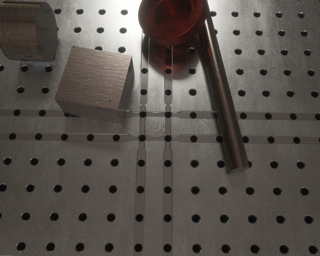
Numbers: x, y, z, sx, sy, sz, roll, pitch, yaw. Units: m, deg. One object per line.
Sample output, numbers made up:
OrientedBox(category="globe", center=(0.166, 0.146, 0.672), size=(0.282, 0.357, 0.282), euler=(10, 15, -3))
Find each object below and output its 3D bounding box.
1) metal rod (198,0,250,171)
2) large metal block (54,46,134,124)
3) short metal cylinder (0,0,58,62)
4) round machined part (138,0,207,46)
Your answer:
OrientedBox(category="metal rod", center=(0.079, -0.086, 0.444), size=(0.025, 0.025, 0.299), euler=(-8, 70, -3))
OrientedBox(category="large metal block", center=(-0.084, -0.057, 0.418), size=(0.080, 0.050, 0.080), euler=(10, 70, 3))
OrientedBox(category="short metal cylinder", center=(-0.181, -0.133, 0.429), size=(0.050, 0.080, 0.080), euler=(3, 70, 1))
OrientedBox(category="round machined part", center=(0.021, -0.164, 0.452), size=(0.098, 0.042, 0.098), euler=(-5, 74, 19))
